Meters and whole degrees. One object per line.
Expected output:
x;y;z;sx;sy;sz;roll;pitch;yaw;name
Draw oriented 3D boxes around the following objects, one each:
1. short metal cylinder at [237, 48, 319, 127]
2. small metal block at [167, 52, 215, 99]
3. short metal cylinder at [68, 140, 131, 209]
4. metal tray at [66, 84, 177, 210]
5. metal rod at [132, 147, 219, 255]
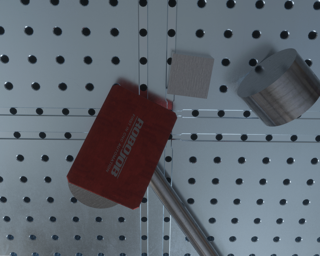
0.140;-0.048;0.368;0.080;0.080;0.050;-42;105;14;short metal cylinder
0.037;-0.067;0.389;0.050;0.025;0.050;7;110;-3;small metal block
-0.078;0.061;0.422;0.081;0.050;0.079;0;110;0;short metal cylinder
-0.045;0.023;0.384;0.090;0.030;0.130;26;75;-9;metal tray
0.036;0.138;0.464;0.025;0.025;0.299;-30;108;10;metal rod
